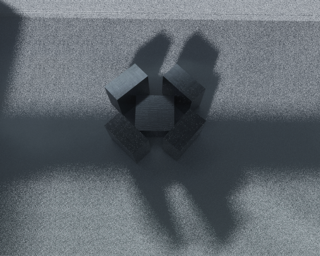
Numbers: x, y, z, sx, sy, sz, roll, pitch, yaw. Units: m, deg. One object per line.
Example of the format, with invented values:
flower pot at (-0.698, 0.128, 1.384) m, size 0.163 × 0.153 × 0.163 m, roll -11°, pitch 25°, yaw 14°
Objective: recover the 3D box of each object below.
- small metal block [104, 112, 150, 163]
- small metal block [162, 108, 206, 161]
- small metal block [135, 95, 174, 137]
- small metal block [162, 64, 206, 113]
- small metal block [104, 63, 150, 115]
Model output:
small metal block at (-0.040, 0.014, 0.389) m, size 0.025 × 0.050 × 0.050 m, roll -43°, pitch 76°, yaw -13°
small metal block at (0.029, 0.010, 0.390) m, size 0.025 × 0.050 × 0.050 m, roll 39°, pitch 74°, yaw 12°
small metal block at (-0.007, -0.016, 0.413) m, size 0.050 × 0.025 × 0.050 m, roll 1°, pitch 70°, yaw 0°
small metal block at (0.030, -0.049, 0.412) m, size 0.025 × 0.050 × 0.050 m, roll -43°, pitch 77°, yaw -15°
small metal block at (-0.042, -0.050, 0.412) m, size 0.050 × 0.050 × 0.025 m, roll -40°, pitch 74°, yaw -13°
